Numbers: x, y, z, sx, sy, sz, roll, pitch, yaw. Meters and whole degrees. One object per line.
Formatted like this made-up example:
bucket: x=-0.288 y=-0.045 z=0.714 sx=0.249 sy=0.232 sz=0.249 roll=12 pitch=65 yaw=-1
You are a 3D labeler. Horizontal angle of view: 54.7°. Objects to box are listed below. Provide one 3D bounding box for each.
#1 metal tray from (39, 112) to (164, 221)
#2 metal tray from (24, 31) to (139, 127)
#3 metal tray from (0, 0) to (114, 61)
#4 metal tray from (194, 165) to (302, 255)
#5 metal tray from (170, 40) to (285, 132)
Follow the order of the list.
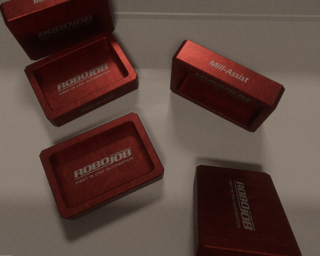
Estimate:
metal tray: x=-0.071 y=0.047 z=0.388 sx=0.131 sy=0.030 sz=0.090 roll=-24 pitch=72 yaw=-9
metal tray: x=-0.107 y=-0.070 z=0.431 sx=0.131 sy=0.030 sz=0.090 roll=-28 pitch=73 yaw=-10
metal tray: x=-0.135 y=-0.150 z=0.428 sx=0.131 sy=0.090 sz=0.030 roll=-23 pitch=72 yaw=-9
metal tray: x=0.083 y=0.091 z=0.331 sx=0.091 sy=0.030 sz=0.130 roll=7 pitch=27 yaw=2
metal tray: x=0.078 y=-0.050 z=0.394 sx=0.130 sy=0.090 sz=0.030 roll=28 pitch=73 yaw=9
